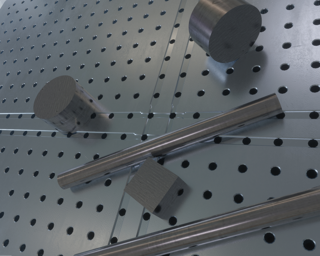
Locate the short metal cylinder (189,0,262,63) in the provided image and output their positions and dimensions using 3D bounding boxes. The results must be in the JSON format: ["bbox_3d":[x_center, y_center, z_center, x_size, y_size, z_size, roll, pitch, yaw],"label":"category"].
[{"bbox_3d":[0.086,-0.134,0.410,0.080,0.080,0.050,-37,51,3],"label":"short metal cylinder"}]

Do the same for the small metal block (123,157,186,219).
[{"bbox_3d":[-0.006,0.070,0.369,0.050,0.025,0.050,29,78,37],"label":"small metal block"}]

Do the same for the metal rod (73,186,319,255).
[{"bbox_3d":[0.040,0.108,0.320,0.301,0.025,0.025,-21,54,15],"label":"metal rod"}]

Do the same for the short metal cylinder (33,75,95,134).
[{"bbox_3d":[-0.152,-0.037,0.495,0.080,0.050,0.080,-13,56,21],"label":"short metal cylinder"}]

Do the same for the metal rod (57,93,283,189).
[{"bbox_3d":[0.000,0.023,0.394,0.301,0.025,0.025,-21,54,15],"label":"metal rod"}]
